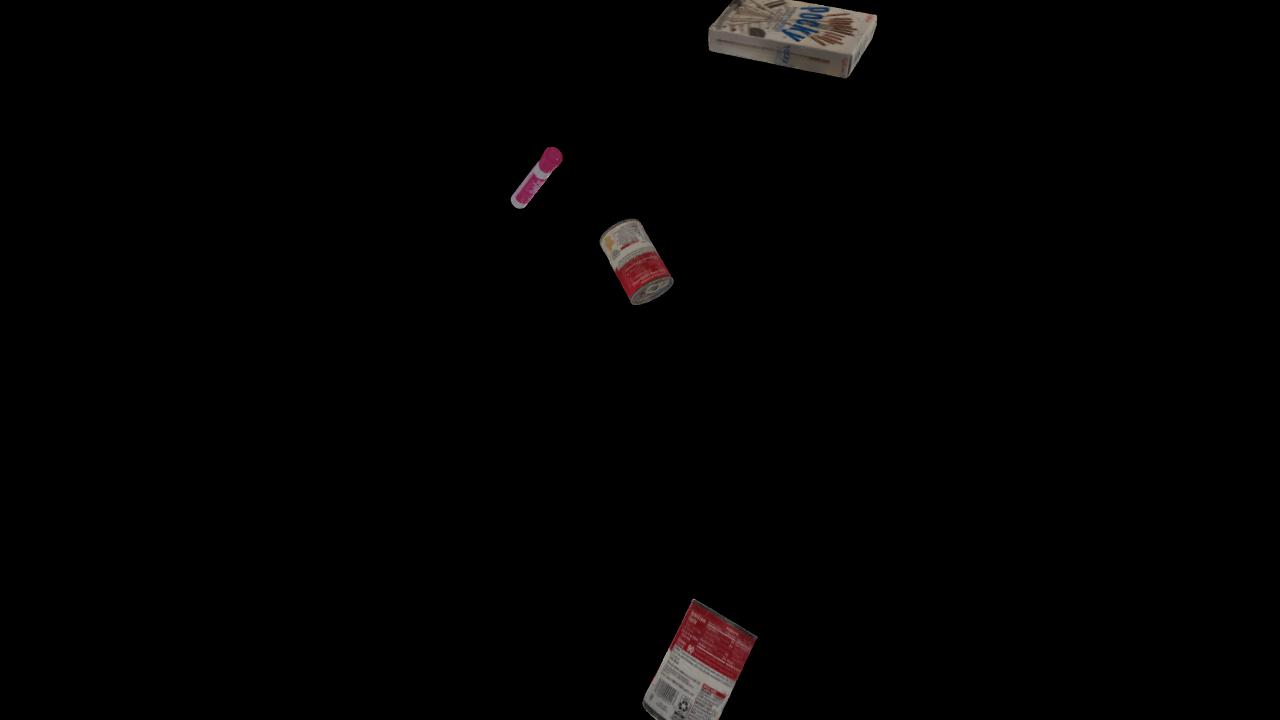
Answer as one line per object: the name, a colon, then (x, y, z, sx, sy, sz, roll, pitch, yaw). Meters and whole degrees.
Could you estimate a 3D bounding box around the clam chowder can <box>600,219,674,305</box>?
clam chowder can: (-0.006, -0.137, 0.859, 0.068, 0.102, 0.068, -26, -13, -7)

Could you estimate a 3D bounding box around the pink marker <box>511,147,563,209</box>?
pink marker: (-0.108, -0.187, 0.637, 0.020, 0.020, 0.121, 0, -8, -28)

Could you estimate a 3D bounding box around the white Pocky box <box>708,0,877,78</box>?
white Pocky box: (0.157, -0.341, 0.642, 0.154, 0.084, 0.028, 22, -29, 20)

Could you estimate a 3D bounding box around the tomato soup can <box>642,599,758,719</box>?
tomato soup can: (0.054, 0.280, 0.555, 0.068, 0.101, 0.068, 28, -17, 9)
